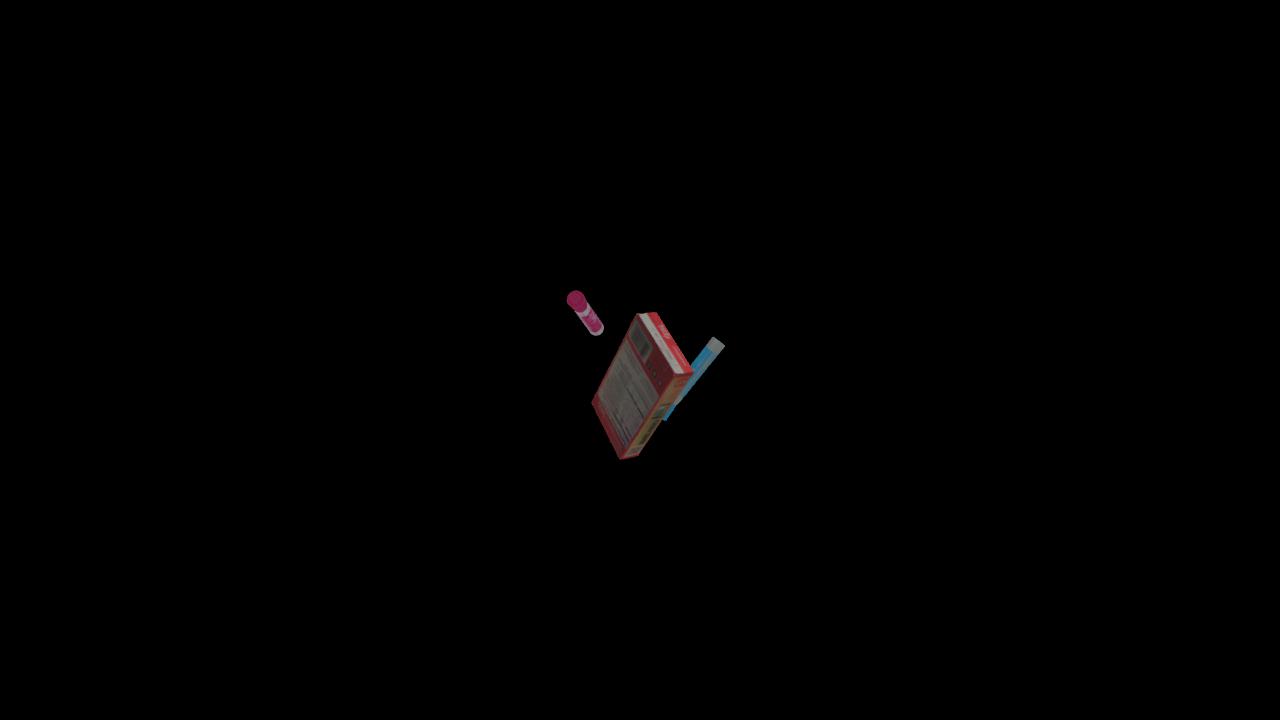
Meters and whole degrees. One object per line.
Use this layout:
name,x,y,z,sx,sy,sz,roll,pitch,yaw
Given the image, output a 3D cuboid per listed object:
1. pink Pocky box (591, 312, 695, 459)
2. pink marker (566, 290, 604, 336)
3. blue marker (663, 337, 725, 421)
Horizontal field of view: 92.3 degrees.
pink Pocky box,-0.002,0.031,0.657,0.029,0.084,0.155,-8,-36,-34
pink marker,-0.059,-0.051,0.680,0.020,0.020,0.121,0,-12,7
blue marker,0.057,0.025,0.734,0.020,0.121,0.020,37,5,-4
